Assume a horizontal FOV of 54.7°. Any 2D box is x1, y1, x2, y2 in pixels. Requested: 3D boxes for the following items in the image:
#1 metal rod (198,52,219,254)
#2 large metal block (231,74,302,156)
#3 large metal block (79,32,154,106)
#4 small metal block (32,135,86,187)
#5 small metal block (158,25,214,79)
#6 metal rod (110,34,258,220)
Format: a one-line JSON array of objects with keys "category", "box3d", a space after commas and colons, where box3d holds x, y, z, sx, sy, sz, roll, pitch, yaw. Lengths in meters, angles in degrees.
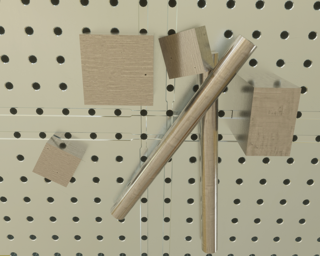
[{"category": "metal rod", "box3d": [0.068, 0.047, 0.431, 0.025, 0.025, 0.298, -3, 110, 1]}, {"category": "large metal block", "box3d": [0.124, -0.019, 0.378, 0.050, 0.080, 0.079, 1, 110, 0]}, {"category": "large metal block", "box3d": [-0.048, -0.072, 0.373, 0.081, 0.050, 0.079, 1, 110, -1]}, {"category": "small metal block", "box3d": [-0.139, 0.046, 0.429, 0.050, 0.025, 0.050, 28, 108, -10]}, {"category": "small metal block", "box3d": [0.031, -0.088, 0.366, 0.050, 0.025, 0.050, -4, 109, 38]}, {"category": "metal rod", "box3d": [0.017, 0.015, 0.400, 0.025, 0.025, 0.298, 31, 114, -11]}]
